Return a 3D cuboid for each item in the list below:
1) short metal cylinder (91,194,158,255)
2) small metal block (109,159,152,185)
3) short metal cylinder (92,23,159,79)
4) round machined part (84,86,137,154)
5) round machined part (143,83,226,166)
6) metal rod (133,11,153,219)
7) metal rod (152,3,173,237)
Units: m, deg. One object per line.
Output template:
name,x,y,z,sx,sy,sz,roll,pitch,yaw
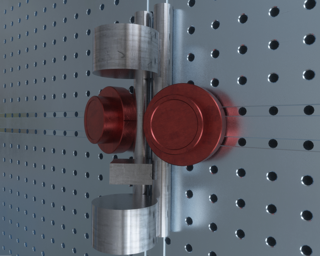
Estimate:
short metal cylinder,-0.043,0.115,0.381,0.080,0.081,0.050,1,91,40
small metal block,-0.035,0.054,0.392,0.050,0.050,0.025,1,91,-2
short metal cylinder,-0.041,-0.090,0.379,0.080,0.081,0.050,1,91,40
round machined part,-0.077,-0.011,0.446,0.098,0.042,0.097,0,90,54
round machined part,0.024,-0.004,0.361,0.098,0.042,0.097,0,90,25
metal rod,-0.024,-0.008,0.429,0.025,0.025,0.298,1,91,40
metal rod,0.003,-0.010,0.406,0.025,0.025,0.298,1,91,40
